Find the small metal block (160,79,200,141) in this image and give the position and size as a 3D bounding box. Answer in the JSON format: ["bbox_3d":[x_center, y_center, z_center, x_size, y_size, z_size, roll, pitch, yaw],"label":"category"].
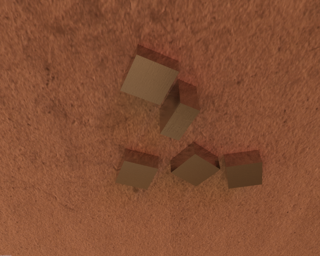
[{"bbox_3d":[0.022,-0.022,0.372,0.025,0.050,0.050,20,127,-17],"label":"small metal block"}]

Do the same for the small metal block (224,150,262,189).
[{"bbox_3d":[0.124,0.062,0.462,0.050,0.025,0.050,-9,130,7],"label":"small metal block"}]

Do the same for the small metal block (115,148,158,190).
[{"bbox_3d":[-0.035,0.062,0.459,0.050,0.025,0.050,15,128,-13],"label":"small metal block"}]

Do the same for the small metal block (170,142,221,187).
[{"bbox_3d":[0.051,0.054,0.454,0.050,0.025,0.050,32,123,-25],"label":"small metal block"}]

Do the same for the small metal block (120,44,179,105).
[{"bbox_3d":[-0.012,-0.060,0.356,0.050,0.025,0.050,19,127,-16],"label":"small metal block"}]
